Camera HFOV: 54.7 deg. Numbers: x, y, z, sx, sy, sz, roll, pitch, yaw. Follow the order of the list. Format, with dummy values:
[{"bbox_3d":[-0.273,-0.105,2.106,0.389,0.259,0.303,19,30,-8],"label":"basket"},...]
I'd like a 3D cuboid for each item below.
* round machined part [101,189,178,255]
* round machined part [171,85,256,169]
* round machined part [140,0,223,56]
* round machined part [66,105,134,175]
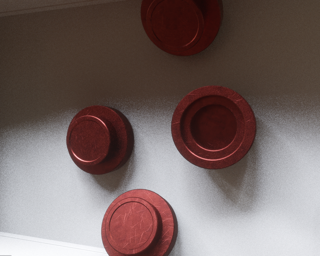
[{"bbox_3d":[-0.030,0.125,0.392,0.098,0.042,0.098,-6,64,14],"label":"round machined part"},{"bbox_3d":[0.067,-0.001,0.378,0.098,0.042,0.097,0,90,19],"label":"round machined part"},{"bbox_3d":[0.022,-0.130,0.367,0.098,0.042,0.097,11,130,14],"label":"round machined part"},{"bbox_3d":[-0.090,0.017,0.432,0.098,0.042,0.097,0,90,19],"label":"round machined part"}]
